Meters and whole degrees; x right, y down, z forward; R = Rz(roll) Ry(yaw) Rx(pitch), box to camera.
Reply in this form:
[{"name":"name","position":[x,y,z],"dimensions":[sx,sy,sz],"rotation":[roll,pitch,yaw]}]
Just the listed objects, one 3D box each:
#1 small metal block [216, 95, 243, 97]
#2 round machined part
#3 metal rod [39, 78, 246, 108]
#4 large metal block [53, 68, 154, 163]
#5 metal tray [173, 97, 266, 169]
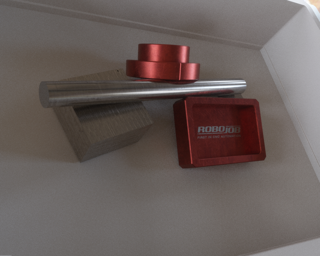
[{"name":"small metal block","position":[0.101,-0.048,0.489],"dimensions":[0.050,0.025,0.050],"rotation":[-12,68,-34]},{"name":"round machined part","position":[0.005,-0.089,0.413],"dimensions":[0.099,0.098,0.042],"rotation":[-5,105,-31]},{"name":"metal rod","position":[0.008,-0.048,0.381],"dimensions":[0.302,0.025,0.025],"rotation":[-8,66,-40]},{"name":"large metal block","position":[-0.068,-0.017,0.361],"dimensions":[0.081,0.050,0.080],"rotation":[-20,72,-36]},{"name":"metal tray","position":[0.085,0.005,0.427],"dimensions":[0.131,0.030,0.089],"rotation":[-1,82,-30]}]
